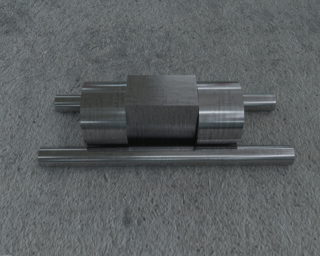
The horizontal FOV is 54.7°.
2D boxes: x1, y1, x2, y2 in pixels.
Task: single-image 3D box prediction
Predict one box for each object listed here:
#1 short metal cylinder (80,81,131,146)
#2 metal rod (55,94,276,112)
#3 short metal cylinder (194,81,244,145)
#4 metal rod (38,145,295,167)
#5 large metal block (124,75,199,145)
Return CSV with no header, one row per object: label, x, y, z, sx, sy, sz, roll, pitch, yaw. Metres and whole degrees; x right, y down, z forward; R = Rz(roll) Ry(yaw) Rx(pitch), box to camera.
short metal cylinder,-0.064,-0.018,0.383,0.050,0.080,0.080,-1,50,-1
metal rod,0.008,-0.035,0.434,0.302,0.025,0.025,0,50,-1
short metal cylinder,0.068,-0.018,0.384,0.050,0.080,0.080,-1,50,-1
metal rod,0.008,0.034,0.376,0.302,0.025,0.025,0,50,-1
large metal block,0.002,-0.018,0.381,0.081,0.080,0.050,0,50,0
